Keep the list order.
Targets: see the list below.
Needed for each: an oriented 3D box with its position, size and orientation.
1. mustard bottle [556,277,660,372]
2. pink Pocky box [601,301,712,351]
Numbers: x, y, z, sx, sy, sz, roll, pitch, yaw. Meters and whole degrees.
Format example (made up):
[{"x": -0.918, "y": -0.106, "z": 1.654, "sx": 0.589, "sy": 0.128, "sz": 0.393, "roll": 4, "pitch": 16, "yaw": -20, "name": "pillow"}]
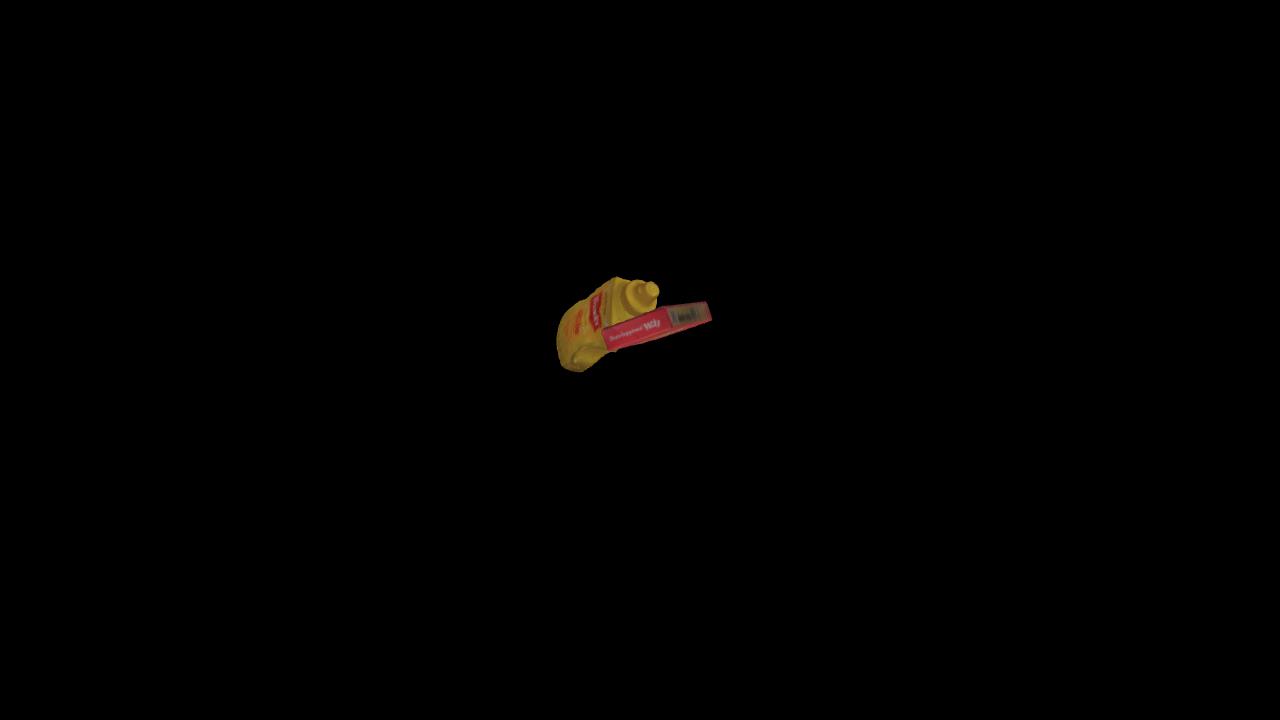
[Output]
[{"x": -0.036, "y": -0.051, "z": 0.741, "sx": 0.054, "sy": 0.092, "sz": 0.184, "roll": 24, "pitch": -29, "yaw": -28, "name": "mustard bottle"}, {"x": 0.025, "y": -0.043, "z": 0.743, "sx": 0.084, "sy": 0.029, "sz": 0.155, "roll": -19, "pitch": -1, "yaw": 24, "name": "pink Pocky box"}]
